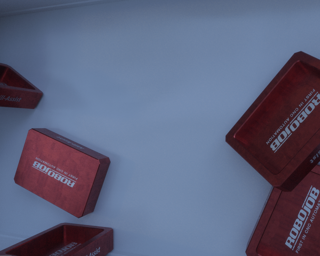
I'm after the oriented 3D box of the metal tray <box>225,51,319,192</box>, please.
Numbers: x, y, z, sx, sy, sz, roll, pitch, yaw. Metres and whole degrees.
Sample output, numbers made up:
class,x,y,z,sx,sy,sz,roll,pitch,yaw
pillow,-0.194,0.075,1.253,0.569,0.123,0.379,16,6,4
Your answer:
class,x,y,z,sx,sy,sz,roll,pitch,yaw
metal tray,0.143,-0.008,0.334,0.130,0.030,0.090,-52,43,12

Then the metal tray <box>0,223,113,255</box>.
class,x,y,z,sx,sy,sz,roll,pitch,yaw
metal tray,-0.130,0.160,0.400,0.090,0.130,0.030,-1,90,20

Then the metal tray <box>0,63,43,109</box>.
class,x,y,z,sx,sy,sz,roll,pitch,yaw
metal tray,-0.246,-0.067,0.442,0.090,0.130,0.030,36,102,16

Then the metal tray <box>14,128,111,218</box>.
class,x,y,z,sx,sy,sz,roll,pitch,yaw
metal tray,-0.147,0.063,0.460,0.130,0.030,0.089,22,97,18

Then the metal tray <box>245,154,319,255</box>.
class,x,y,z,sx,sy,sz,roll,pitch,yaw
metal tray,0.164,0.104,0.349,0.090,0.030,0.129,23,97,18
